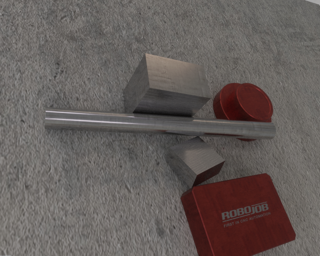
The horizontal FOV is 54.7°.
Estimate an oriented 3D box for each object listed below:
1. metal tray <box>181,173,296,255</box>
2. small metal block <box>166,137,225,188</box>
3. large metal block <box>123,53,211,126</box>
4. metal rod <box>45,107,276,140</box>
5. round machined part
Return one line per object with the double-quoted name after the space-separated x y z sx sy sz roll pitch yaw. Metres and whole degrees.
0.099 0.111 0.386 0.131 0.030 0.090 -4 64 -30 "metal tray"
0.044 0.042 0.391 0.050 0.025 0.050 -20 50 -36 "small metal block"
0.005 -0.043 0.398 0.081 0.080 0.050 6 59 -25 "large metal block"
0.016 -0.003 0.393 0.302 0.025 0.025 3 60 -20 "metal rod"
0.136 -0.031 0.485 0.099 0.042 0.098 14 56 -21 "round machined part"
